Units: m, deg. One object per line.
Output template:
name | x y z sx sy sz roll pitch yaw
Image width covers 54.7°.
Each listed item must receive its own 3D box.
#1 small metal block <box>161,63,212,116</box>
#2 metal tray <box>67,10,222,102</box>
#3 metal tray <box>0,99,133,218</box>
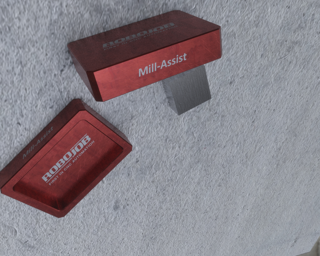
small metal block | 0.034 -0.052 0.395 0.050 0.025 0.050 -28 128 -11
metal tray | -0.017 -0.078 0.308 0.131 0.090 0.030 -23 127 -15
metal tray | -0.109 0.040 0.369 0.130 0.030 0.090 -45 130 2
